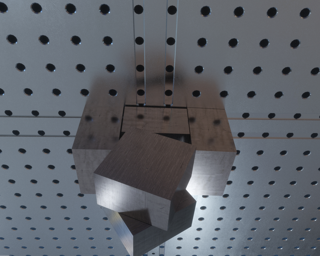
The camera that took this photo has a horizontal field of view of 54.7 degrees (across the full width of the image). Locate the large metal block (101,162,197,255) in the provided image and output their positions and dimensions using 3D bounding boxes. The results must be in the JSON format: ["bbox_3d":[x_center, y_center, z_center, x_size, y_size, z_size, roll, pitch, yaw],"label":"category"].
[{"bbox_3d":[-0.016,0.091,0.365,0.081,0.080,0.050,-21,136,-27],"label":"large metal block"}]

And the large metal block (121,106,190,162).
[{"bbox_3d":[-0.007,0.020,0.409,0.081,0.050,0.079,2,130,-2],"label":"large metal block"}]

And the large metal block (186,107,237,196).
[{"bbox_3d":[0.058,0.030,0.402,0.050,0.080,0.079,3,130,-3],"label":"large metal block"}]

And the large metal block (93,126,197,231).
[{"bbox_3d":[-0.014,0.051,0.335,0.080,0.080,0.050,17,131,15],"label":"large metal block"}]

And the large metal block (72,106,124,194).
[{"bbox_3d":[-0.074,0.028,0.399,0.050,0.080,0.079,1,130,-2],"label":"large metal block"}]
